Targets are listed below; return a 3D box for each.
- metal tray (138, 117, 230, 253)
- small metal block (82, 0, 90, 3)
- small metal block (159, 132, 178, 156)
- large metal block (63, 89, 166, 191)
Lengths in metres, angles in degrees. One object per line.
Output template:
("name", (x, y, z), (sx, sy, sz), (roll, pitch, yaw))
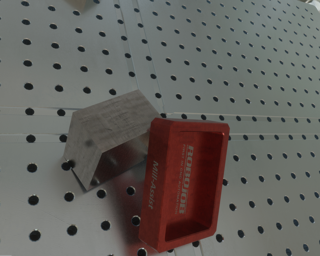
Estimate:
("metal tray", (0.028, 0.056, 0.330), (0.091, 0.030, 0.129), (2, 97, -41))
("small metal block", (-0.119, -0.231, 0.486), (0.050, 0.025, 0.050), (38, 51, -3))
("small metal block", (0.005, 0.019, 0.384), (0.050, 0.025, 0.050), (62, 12, 16))
("large metal block", (-0.051, 0.013, 0.335), (0.081, 0.080, 0.050), (-26, 68, -37))
